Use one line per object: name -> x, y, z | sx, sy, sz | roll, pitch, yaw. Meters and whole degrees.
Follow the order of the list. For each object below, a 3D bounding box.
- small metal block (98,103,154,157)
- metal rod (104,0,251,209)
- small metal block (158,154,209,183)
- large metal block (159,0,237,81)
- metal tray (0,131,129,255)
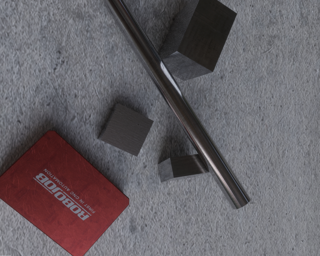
small metal block -> -0.044, 0.003, 0.394 | 0.050, 0.025, 0.050 | 27, 81, -18
metal rod -> 0.020, -0.034, 0.383 | 0.025, 0.025, 0.299 | -32, 88, -18
small metal block -> 0.030, 0.053, 0.405 | 0.050, 0.050, 0.025 | -5, 76, -20
large metal block -> 0.042, -0.112, 0.396 | 0.050, 0.080, 0.080 | 26, 81, -19
metal tray -> -0.113, 0.076, 0.365 | 0.130, 0.030, 0.090 | 46, 75, -15
